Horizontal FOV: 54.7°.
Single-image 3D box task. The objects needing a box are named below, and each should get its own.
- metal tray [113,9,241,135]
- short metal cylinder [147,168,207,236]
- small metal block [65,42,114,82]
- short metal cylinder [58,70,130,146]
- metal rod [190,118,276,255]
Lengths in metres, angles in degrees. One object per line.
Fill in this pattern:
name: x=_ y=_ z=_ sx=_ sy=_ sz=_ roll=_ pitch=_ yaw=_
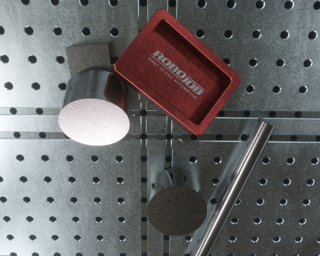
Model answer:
metal tray: x=0.021 y=-0.064 z=0.370 sx=0.130 sy=0.030 sz=0.090 roll=38 pitch=84 yaw=-13
short metal cylinder: x=0.023 y=0.104 z=0.438 sx=0.081 sy=0.050 sz=0.079 roll=0 pitch=110 yaw=0
small metal block: x=-0.084 y=-0.078 z=0.384 sx=0.050 sy=0.025 sz=0.050 roll=-5 pitch=110 yaw=1
short metal cylinder: x=-0.077 y=-0.023 z=0.374 sx=0.081 sy=0.050 sz=0.080 roll=-2 pitch=138 yaw=-2
metal rod: x=0.092 y=0.123 z=0.459 sx=0.025 sy=0.025 sz=0.298 roll=19 pitch=109 yaw=-7
